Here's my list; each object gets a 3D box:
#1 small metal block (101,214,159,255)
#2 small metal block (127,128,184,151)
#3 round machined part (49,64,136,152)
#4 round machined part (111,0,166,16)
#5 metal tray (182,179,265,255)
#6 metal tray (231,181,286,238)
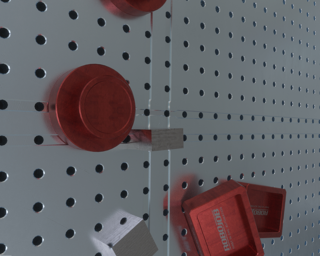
[{"bbox_3d":[-0.036,0.144,0.379,0.050,0.025,0.050,-36,112,-34],"label":"small metal block"},{"bbox_3d":[-0.006,0.013,0.387,0.050,0.050,0.025,-2,92,-40],"label":"small metal block"},{"bbox_3d":[-0.066,-0.022,0.342,0.099,0.042,0.097,0,90,-40],"label":"round machined part"},{"bbox_3d":[-0.023,-0.192,0.378,0.099,0.042,0.097,0,90,-40],"label":"round machined part"},{"bbox_3d":[0.096,0.153,0.463,0.091,0.030,0.129,-23,106,-11],"label":"metal tray"},{"bbox_3d":[0.175,0.147,0.552,0.131,0.030,0.090,15,80,-39],"label":"metal tray"}]
